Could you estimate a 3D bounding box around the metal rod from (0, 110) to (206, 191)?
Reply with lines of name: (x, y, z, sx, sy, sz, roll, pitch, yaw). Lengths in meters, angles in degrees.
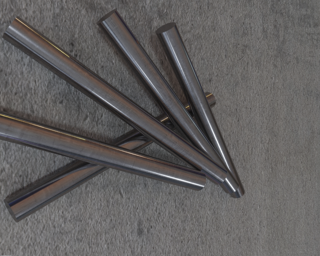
metal rod: (-0.074, 0.022, 0.315, 0.302, 0.025, 0.025, 20, 77, -30)

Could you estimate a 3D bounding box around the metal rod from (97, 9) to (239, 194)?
metal rod: (0.026, -0.013, 0.392, 0.300, 0.025, 0.025, 51, 60, -30)

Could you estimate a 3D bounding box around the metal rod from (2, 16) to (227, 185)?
metal rod: (-0.029, -0.014, 0.353, 0.301, 0.025, 0.025, 36, 68, -26)

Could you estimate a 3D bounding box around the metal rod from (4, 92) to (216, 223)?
metal rod: (-0.033, 0.018, 0.377, 0.302, 0.025, 0.025, -29, 109, -36)

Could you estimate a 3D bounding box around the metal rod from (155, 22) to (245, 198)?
metal rod: (0.067, -0.004, 0.431, 0.025, 0.025, 0.299, -50, 128, -28)
